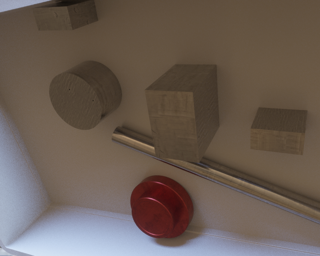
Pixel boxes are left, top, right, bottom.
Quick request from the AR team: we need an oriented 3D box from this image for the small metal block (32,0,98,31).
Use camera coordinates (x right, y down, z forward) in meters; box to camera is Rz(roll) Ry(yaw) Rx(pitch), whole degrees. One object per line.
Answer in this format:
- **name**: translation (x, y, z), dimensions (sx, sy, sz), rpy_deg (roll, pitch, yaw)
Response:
- **small metal block**: translation (-0.110, -0.134, 0.366), dimensions (0.050, 0.050, 0.025), rpy_deg (7, 122, 24)

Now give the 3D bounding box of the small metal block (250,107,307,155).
- **small metal block**: translation (0.126, 0.002, 0.327), dimensions (0.050, 0.050, 0.025), rpy_deg (6, 121, 25)

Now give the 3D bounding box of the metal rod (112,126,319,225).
- **metal rod**: translation (0.073, 0.059, 0.405), dimensions (0.301, 0.025, 0.025), rpy_deg (20, 126, 15)

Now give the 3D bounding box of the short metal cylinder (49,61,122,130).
- **short metal cylinder**: translation (-0.099, -0.044, 0.415), dimensions (0.080, 0.050, 0.079), rpy_deg (13, 124, 20)

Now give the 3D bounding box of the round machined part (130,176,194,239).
- **round machined part**: translation (-0.003, 0.124, 0.465), dimensions (0.098, 0.042, 0.097), rpy_deg (10, 113, 24)

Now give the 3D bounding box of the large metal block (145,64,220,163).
- **large metal block**: translation (0.029, -0.020, 0.345), dimensions (0.050, 0.080, 0.079), rpy_deg (6, 121, 25)
